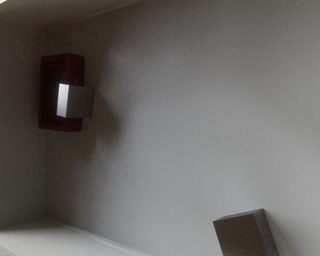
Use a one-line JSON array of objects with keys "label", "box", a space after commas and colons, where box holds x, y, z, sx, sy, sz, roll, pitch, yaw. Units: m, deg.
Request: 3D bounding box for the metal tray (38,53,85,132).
[{"label": "metal tray", "box": [-0.175, -0.061, 0.544, 0.090, 0.030, 0.129, 5, 93, 39]}]

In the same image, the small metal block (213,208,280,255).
[{"label": "small metal block", "box": [0.091, 0.118, 0.331, 0.050, 0.025, 0.050, -26, 74, 36]}]

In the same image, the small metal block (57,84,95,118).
[{"label": "small metal block", "box": [-0.135, -0.043, 0.499, 0.025, 0.050, 0.050, 12, 98, 39]}]
